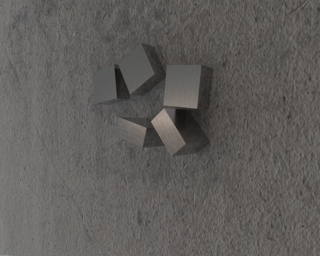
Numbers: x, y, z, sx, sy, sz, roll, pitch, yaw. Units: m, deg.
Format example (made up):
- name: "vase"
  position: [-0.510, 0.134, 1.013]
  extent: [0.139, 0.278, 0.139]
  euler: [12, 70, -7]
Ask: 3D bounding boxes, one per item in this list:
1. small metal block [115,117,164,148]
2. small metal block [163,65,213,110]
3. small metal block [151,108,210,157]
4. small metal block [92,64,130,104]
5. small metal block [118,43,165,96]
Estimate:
- name: "small metal block"
  position: [-0.021, 0.005, 0.406]
  extent: [0.050, 0.050, 0.025]
  euler: [21, 103, 38]
- name: "small metal block"
  position: [0.034, -0.050, 0.377]
  extent: [0.050, 0.025, 0.050]
  euler: [9, 96, 39]
- name: "small metal block"
  position: [0.025, 0.005, 0.368]
  extent: [0.025, 0.050, 0.050]
  euler: [-45, 63, 31]
- name: "small metal block"
  position: [-0.074, -0.064, 0.466]
  extent: [0.050, 0.025, 0.050]
  euler: [-8, 85, 39]
- name: "small metal block"
  position: [-0.025, -0.079, 0.425]
  extent: [0.050, 0.025, 0.050]
  euler: [-35, 69, 34]
